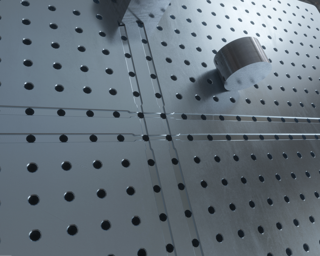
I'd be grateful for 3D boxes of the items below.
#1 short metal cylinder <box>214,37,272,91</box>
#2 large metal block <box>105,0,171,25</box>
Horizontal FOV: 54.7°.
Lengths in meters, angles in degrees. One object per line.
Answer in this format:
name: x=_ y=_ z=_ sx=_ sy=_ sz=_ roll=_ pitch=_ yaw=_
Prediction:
short metal cylinder: x=0.136 y=-0.104 z=0.512 sx=0.081 sy=0.080 sz=0.050 roll=-4 pitch=64 yaw=-30
large metal block: x=-0.041 y=-0.220 z=0.506 sx=0.081 sy=0.050 sz=0.080 roll=-19 pitch=72 yaw=-36
